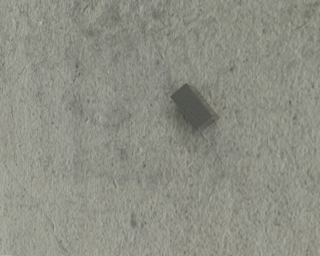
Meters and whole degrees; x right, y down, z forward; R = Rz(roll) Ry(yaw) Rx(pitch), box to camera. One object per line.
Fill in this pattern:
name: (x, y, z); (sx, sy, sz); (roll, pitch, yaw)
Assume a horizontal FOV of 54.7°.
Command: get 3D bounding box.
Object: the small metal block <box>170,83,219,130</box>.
small metal block: (0.044, -0.025, 0.380); (0.025, 0.050, 0.050); (-40, 78, 16)
